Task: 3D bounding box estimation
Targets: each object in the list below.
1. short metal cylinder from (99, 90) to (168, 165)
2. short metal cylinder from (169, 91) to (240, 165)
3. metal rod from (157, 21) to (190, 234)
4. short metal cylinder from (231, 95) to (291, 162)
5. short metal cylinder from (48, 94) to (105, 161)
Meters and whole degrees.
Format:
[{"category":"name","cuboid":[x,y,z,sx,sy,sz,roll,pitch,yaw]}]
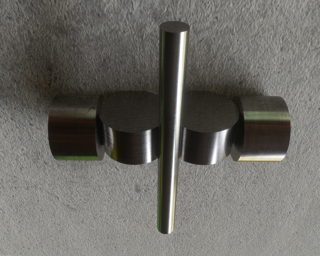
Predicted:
[{"category":"short metal cylinder","cuboid":[-0.030,-0.002,0.371,0.081,0.080,0.050,1,130,-1]},{"category":"short metal cylinder","cuboid":[0.050,-0.002,0.371,0.081,0.080,0.050,1,130,-1]},{"category":"metal rod","cuboid":[0.010,0.029,0.353,0.025,0.025,0.298,0,130,-1]},{"category":"short metal cylinder","cuboid":[0.116,0.001,0.375,0.050,0.080,0.079,1,130,-1]},{"category":"short metal cylinder","cuboid":[-0.095,-0.001,0.371,0.050,0.080,0.079,1,130,-1]}]
